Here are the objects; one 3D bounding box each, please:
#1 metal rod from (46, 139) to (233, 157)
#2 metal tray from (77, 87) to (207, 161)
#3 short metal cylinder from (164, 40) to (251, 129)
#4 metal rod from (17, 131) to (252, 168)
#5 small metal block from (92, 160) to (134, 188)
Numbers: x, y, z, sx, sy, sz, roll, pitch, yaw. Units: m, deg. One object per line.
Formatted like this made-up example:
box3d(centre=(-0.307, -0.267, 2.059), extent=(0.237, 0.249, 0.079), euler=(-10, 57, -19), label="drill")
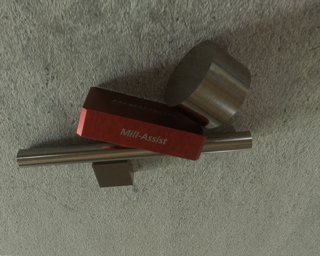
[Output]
box3d(centre=(-0.043, 0.030, 0.432), extent=(0.302, 0.025, 0.025), euler=(-5, 130, 3), label="metal rod")
box3d(centre=(-0.021, -0.008, 0.354), extent=(0.131, 0.090, 0.030), euler=(13, 109, -12), label="metal tray")
box3d(centre=(0.049, -0.046, 0.333), extent=(0.050, 0.080, 0.080), euler=(30, 124, -23), label="short metal cylinder")
box3d(centre=(-0.035, 0.028, 0.405), extent=(0.302, 0.025, 0.025), euler=(-5, 130, 3), label="metal rod")
box3d(centre=(-0.068, 0.061, 0.458), extent=(0.050, 0.025, 0.050), euler=(-5, 130, 3), label="small metal block")
